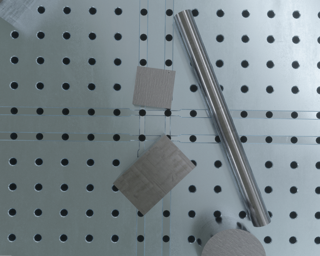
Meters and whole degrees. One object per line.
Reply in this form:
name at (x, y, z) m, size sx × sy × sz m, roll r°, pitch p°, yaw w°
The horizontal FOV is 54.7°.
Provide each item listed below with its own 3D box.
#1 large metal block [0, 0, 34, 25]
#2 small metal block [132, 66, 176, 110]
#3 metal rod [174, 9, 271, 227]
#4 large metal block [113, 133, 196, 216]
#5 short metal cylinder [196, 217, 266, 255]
large metal block at (-0.206, -0.196, 0.398) m, size 0.080 × 0.050 × 0.080 m, roll 40°, pitch 90°, yaw -1°
small metal block at (-0.008, -0.053, 0.413) m, size 0.050 × 0.025 × 0.050 m, roll 7°, pitch 90°, yaw -1°
metal rod at (0.083, -0.013, 0.414) m, size 0.025 × 0.025 × 0.299 m, roll -21°, pitch 90°, yaw 0°
large metal block at (-0.006, 0.052, 0.386) m, size 0.080 × 0.080 × 0.050 m, roll -43°, pitch 91°, yaw 0°
short metal cylinder at (0.090, 0.162, 0.402) m, size 0.081 × 0.050 × 0.079 m, roll 0°, pitch 90°, yaw -1°
